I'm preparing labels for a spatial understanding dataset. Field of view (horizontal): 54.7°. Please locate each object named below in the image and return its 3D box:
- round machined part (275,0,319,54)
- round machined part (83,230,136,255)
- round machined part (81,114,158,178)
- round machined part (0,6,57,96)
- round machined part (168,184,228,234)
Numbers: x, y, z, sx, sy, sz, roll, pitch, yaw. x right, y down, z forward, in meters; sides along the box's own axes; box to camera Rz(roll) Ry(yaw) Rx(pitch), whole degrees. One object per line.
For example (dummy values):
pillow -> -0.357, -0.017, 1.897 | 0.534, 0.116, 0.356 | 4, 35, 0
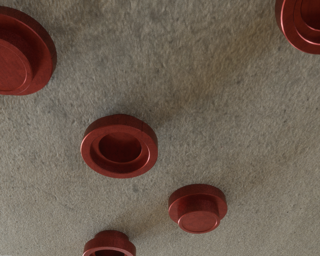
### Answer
round machined part -> 0.159, -0.124, 0.293 | 0.099, 0.042, 0.097 | -1, 130, 0
round machined part -> -0.095, 0.232, 0.592 | 0.099, 0.042, 0.097 | -1, 130, 0
round machined part -> -0.052, 0.020, 0.412 | 0.099, 0.042, 0.097 | -1, 130, 0
round machined part -> -0.165, -0.074, 0.330 | 0.099, 0.042, 0.097 | -1, 130, 0
round machined part -> 0.064, 0.140, 0.517 | 0.099, 0.042, 0.097 | -1, 130, 0
